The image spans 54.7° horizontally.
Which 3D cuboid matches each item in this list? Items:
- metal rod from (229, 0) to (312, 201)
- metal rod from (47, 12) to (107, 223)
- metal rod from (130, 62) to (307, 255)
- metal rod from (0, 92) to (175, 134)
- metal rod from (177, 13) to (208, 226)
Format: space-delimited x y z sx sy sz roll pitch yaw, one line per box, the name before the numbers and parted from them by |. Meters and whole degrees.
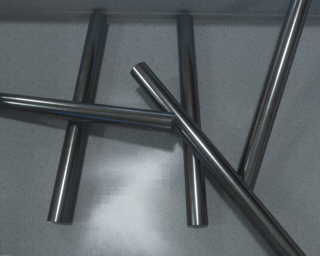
metal rod | 0.143 -0.053 0.386 0.025 0.025 0.299 18 87 6
metal rod | -0.107 -0.028 0.418 0.025 0.025 0.299 5 70 2
metal rod | 0.061 0.035 0.369 0.025 0.025 0.300 -35 74 -12
metal rod | -0.131 -0.024 0.393 0.301 0.025 0.025 7 70 12
metal rod | 0.041 -0.025 0.418 0.025 0.025 0.299 -1 70 -1
